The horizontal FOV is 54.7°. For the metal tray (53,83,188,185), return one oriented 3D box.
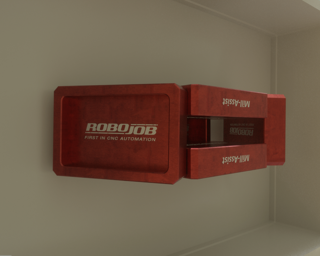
[{"bbox_3d":[-0.041,0.004,0.304,0.030,0.130,0.089,0,91,-72],"label":"metal tray"}]

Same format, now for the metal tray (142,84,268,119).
[{"bbox_3d":[0.054,-0.027,0.367,0.131,0.090,0.030,0,90,-40],"label":"metal tray"}]

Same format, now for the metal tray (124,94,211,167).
[{"bbox_3d":[0.014,0.003,0.413,0.131,0.030,0.089,-1,91,-41],"label":"metal tray"}]

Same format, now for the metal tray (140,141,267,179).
[{"bbox_3d":[0.053,0.034,0.367,0.131,0.090,0.030,0,90,-40],"label":"metal tray"}]

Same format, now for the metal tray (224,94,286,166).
[{"bbox_3d":[0.131,0.002,0.447,0.030,0.130,0.089,1,90,-10],"label":"metal tray"}]
